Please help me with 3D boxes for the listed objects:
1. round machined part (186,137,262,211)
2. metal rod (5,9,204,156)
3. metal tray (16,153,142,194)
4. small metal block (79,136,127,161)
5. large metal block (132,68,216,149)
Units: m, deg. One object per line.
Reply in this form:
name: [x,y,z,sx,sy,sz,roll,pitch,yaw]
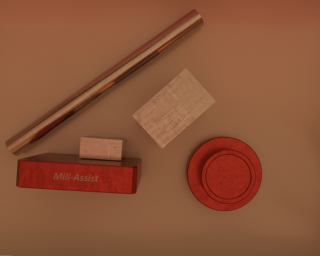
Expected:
round machined part: [0.085,0.060,0.404,0.099,0.042,0.097,0,90,-1]
metal rod: [-0.072,-0.060,0.410,0.301,0.025,0.025,-35,90,-1]
metal tray: [-0.091,0.053,0.377,0.131,0.090,0.030,4,90,-1]
small metal block: [-0.071,0.025,0.398,0.050,0.050,0.025,4,90,-1]
large metal block: [0.015,-0.022,0.384,0.080,0.080,0.050,-42,91,0]
